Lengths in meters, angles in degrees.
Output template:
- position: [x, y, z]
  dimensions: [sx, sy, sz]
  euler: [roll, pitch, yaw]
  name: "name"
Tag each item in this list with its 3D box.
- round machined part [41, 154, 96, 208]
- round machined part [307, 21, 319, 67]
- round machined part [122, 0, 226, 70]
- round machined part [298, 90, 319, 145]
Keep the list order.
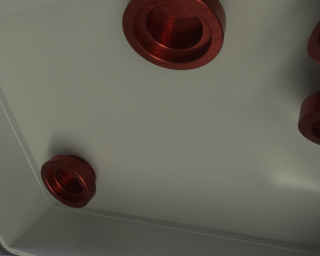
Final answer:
- position: [-0.150, 0.085, 0.530]
  dimensions: [0.098, 0.042, 0.097]
  euler: [13, 124, 21]
  name: "round machined part"
- position: [0.166, -0.075, 0.229]
  dimensions: [0.042, 0.098, 0.098]
  euler: [37, 130, -14]
  name: "round machined part"
- position: [0.016, -0.106, 0.307]
  dimensions: [0.098, 0.042, 0.098]
  euler: [11, 151, 7]
  name: "round machined part"
- position: [0.178, -0.014, 0.275]
  dimensions: [0.098, 0.042, 0.098]
  euler: [15, 161, 6]
  name: "round machined part"
